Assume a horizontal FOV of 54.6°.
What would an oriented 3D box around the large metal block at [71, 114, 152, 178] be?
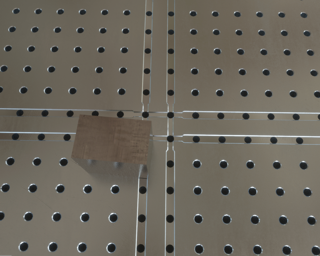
[{"bbox_3d":[-0.052,0.025,0.373,0.080,0.080,0.050,5,70,2],"label":"large metal block"}]
